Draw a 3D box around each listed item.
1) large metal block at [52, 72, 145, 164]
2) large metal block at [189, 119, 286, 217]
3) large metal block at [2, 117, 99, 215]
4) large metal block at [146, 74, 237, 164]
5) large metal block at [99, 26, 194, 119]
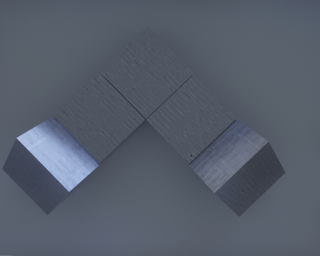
[{"bbox_3d":[-0.074,-0.011,0.396,0.080,0.050,0.080,-44,90,0],"label":"large metal block"},{"bbox_3d":[0.096,0.050,0.377,0.080,0.050,0.080,-44,134,0],"label":"large metal block"},{"bbox_3d":[-0.134,0.048,0.374,0.080,0.050,0.080,46,133,0],"label":"large metal block"},{"bbox_3d":[0.040,-0.009,0.397,0.080,0.050,0.080,-44,90,0],"label":"large metal block"},{"bbox_3d":[-0.016,-0.067,0.397,0.080,0.050,0.080,-44,90,0],"label":"large metal block"}]
